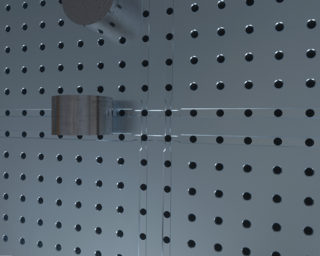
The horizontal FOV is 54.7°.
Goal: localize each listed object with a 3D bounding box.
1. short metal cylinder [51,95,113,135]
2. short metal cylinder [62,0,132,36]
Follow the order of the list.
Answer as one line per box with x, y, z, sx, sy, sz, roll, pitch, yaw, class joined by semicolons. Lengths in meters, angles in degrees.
-0.104;-0.016;0.419;0.080;0.080;0.050;0;90;19;short metal cylinder
-0.087;-0.175;0.429;0.080;0.050;0.079;0;90;19;short metal cylinder
